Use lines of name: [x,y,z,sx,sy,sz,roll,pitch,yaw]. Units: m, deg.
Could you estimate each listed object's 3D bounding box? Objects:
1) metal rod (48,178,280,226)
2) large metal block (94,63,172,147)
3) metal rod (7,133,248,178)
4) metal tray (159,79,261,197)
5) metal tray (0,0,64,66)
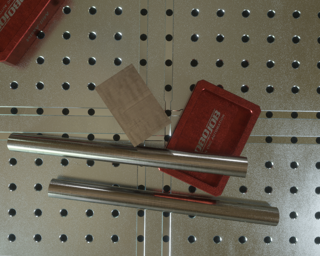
metal rod: [0.006,0.099,0.413,0.302,0.025,0.025,8,90,-1]
large metal block: [-0.030,-0.026,0.386,0.050,0.080,0.080,-34,90,0]
metal rod: [-0.046,0.033,0.389,0.302,0.025,0.025,5,90,8]
metal tray: [0.064,0.013,0.411,0.090,0.030,0.129,26,90,-1]
metal tray: [-0.198,-0.160,0.408,0.090,0.030,0.130,36,90,-1]
